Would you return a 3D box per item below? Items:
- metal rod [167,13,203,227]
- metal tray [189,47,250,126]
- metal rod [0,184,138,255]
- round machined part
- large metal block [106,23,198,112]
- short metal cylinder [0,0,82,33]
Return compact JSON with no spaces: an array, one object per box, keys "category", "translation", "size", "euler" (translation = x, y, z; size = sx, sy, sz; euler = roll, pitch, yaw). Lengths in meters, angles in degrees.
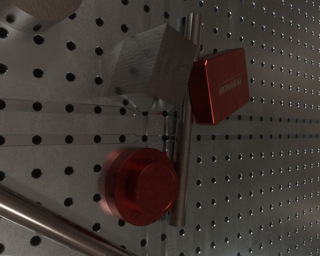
[{"category":"metal rod","translation":[0.036,-0.014,0.441],"size":[0.025,0.025,0.298],"euler":[9,84,-40]},{"category":"metal tray","translation":[0.092,-0.066,0.465],"size":[0.131,0.030,0.089],"euler":[-29,114,-48]},{"category":"metal rod","translation":[-0.093,0.116,0.332],"size":[0.300,0.025,0.025],"euler":[42,64,-32]},{"category":"round machined part","translation":[-0.015,0.074,0.388],"size":[0.099,0.042,0.097],"euler":[0,90,-40]},{"category":"large metal block","translation":[-0.011,-0.066,0.366],"size":[0.050,0.080,0.080],"euler":[25,74,-38]},{"category":"short metal cylinder","translation":[-0.120,-0.136,0.293],"size":[0.081,0.050,0.079],"euler":[0,90,-40]}]
